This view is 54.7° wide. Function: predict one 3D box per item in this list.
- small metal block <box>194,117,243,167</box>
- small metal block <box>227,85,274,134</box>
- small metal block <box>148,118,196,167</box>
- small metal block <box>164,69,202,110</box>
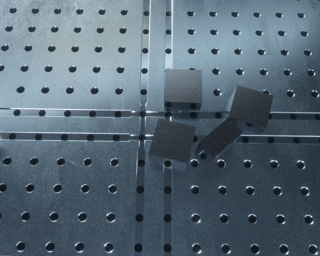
[{"bbox_3d":[0.073,0.020,0.392,0.050,0.050,0.025,-39,75,-13],"label":"small metal block"},{"bbox_3d":[0.121,-0.025,0.422,0.050,0.025,0.050,17,71,5],"label":"small metal block"},{"bbox_3d":[0.016,0.020,0.405,0.050,0.025,0.050,14,70,4],"label":"small metal block"},{"bbox_3d":[0.032,-0.053,0.432,0.050,0.025,0.050,2,70,0],"label":"small metal block"}]
